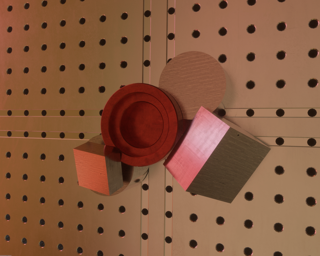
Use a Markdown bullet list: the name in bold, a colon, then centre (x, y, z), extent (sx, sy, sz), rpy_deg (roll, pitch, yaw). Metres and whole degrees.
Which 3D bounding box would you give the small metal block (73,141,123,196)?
- **small metal block**: centre (-0.074, 0.048, 0.372), extent (0.050, 0.025, 0.050), rpy_deg (9, 113, 31)

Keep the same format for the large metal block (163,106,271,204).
- **large metal block**: centre (0.065, 0.033, 0.353), extent (0.080, 0.080, 0.050), rpy_deg (-57, 39, 11)

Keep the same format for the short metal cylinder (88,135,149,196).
- **short metal cylinder**: centre (-0.061, 0.047, 0.420), extent (0.080, 0.050, 0.079), rpy_deg (0, 90, 20)

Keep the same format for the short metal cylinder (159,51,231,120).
- **short metal cylinder**: centre (0.045, -0.050, 0.383), extent (0.080, 0.050, 0.079), rpy_deg (0, 90, 20)

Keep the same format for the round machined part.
- **round machined part**: centre (-0.019, -0.004, 0.379), extent (0.098, 0.042, 0.097), rpy_deg (0, 90, 20)
